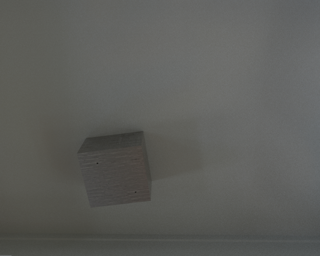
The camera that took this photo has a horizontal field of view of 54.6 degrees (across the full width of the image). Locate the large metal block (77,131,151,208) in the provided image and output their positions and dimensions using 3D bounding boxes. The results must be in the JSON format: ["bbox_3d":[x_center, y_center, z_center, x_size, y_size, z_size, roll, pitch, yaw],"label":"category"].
[{"bbox_3d":[-0.057,0.055,0.418,0.080,0.050,0.080,-7,110,2],"label":"large metal block"}]
